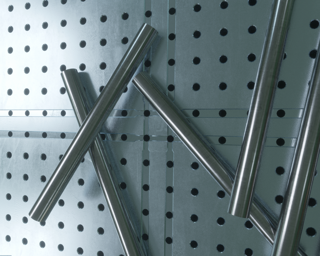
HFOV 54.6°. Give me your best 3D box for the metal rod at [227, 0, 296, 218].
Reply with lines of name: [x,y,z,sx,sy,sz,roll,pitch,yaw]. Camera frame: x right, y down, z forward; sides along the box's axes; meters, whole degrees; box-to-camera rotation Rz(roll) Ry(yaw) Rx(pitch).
metal rod: [0.121,-0.048,0.355,0.025,0.025,0.299,12,89,19]

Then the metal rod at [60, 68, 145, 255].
metal rod: [-0.081,0.055,0.441,0.025,0.025,0.299,-24,82,18]

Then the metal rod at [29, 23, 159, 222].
metal rod: [-0.090,-0.006,0.421,0.025,0.025,0.299,32,91,17]

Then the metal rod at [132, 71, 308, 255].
metal rod: [0.066,0.043,0.389,0.025,0.025,0.300,-44,77,15]

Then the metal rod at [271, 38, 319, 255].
metal rod: [0.160,0.029,0.340,0.025,0.025,0.299,13,88,19]
